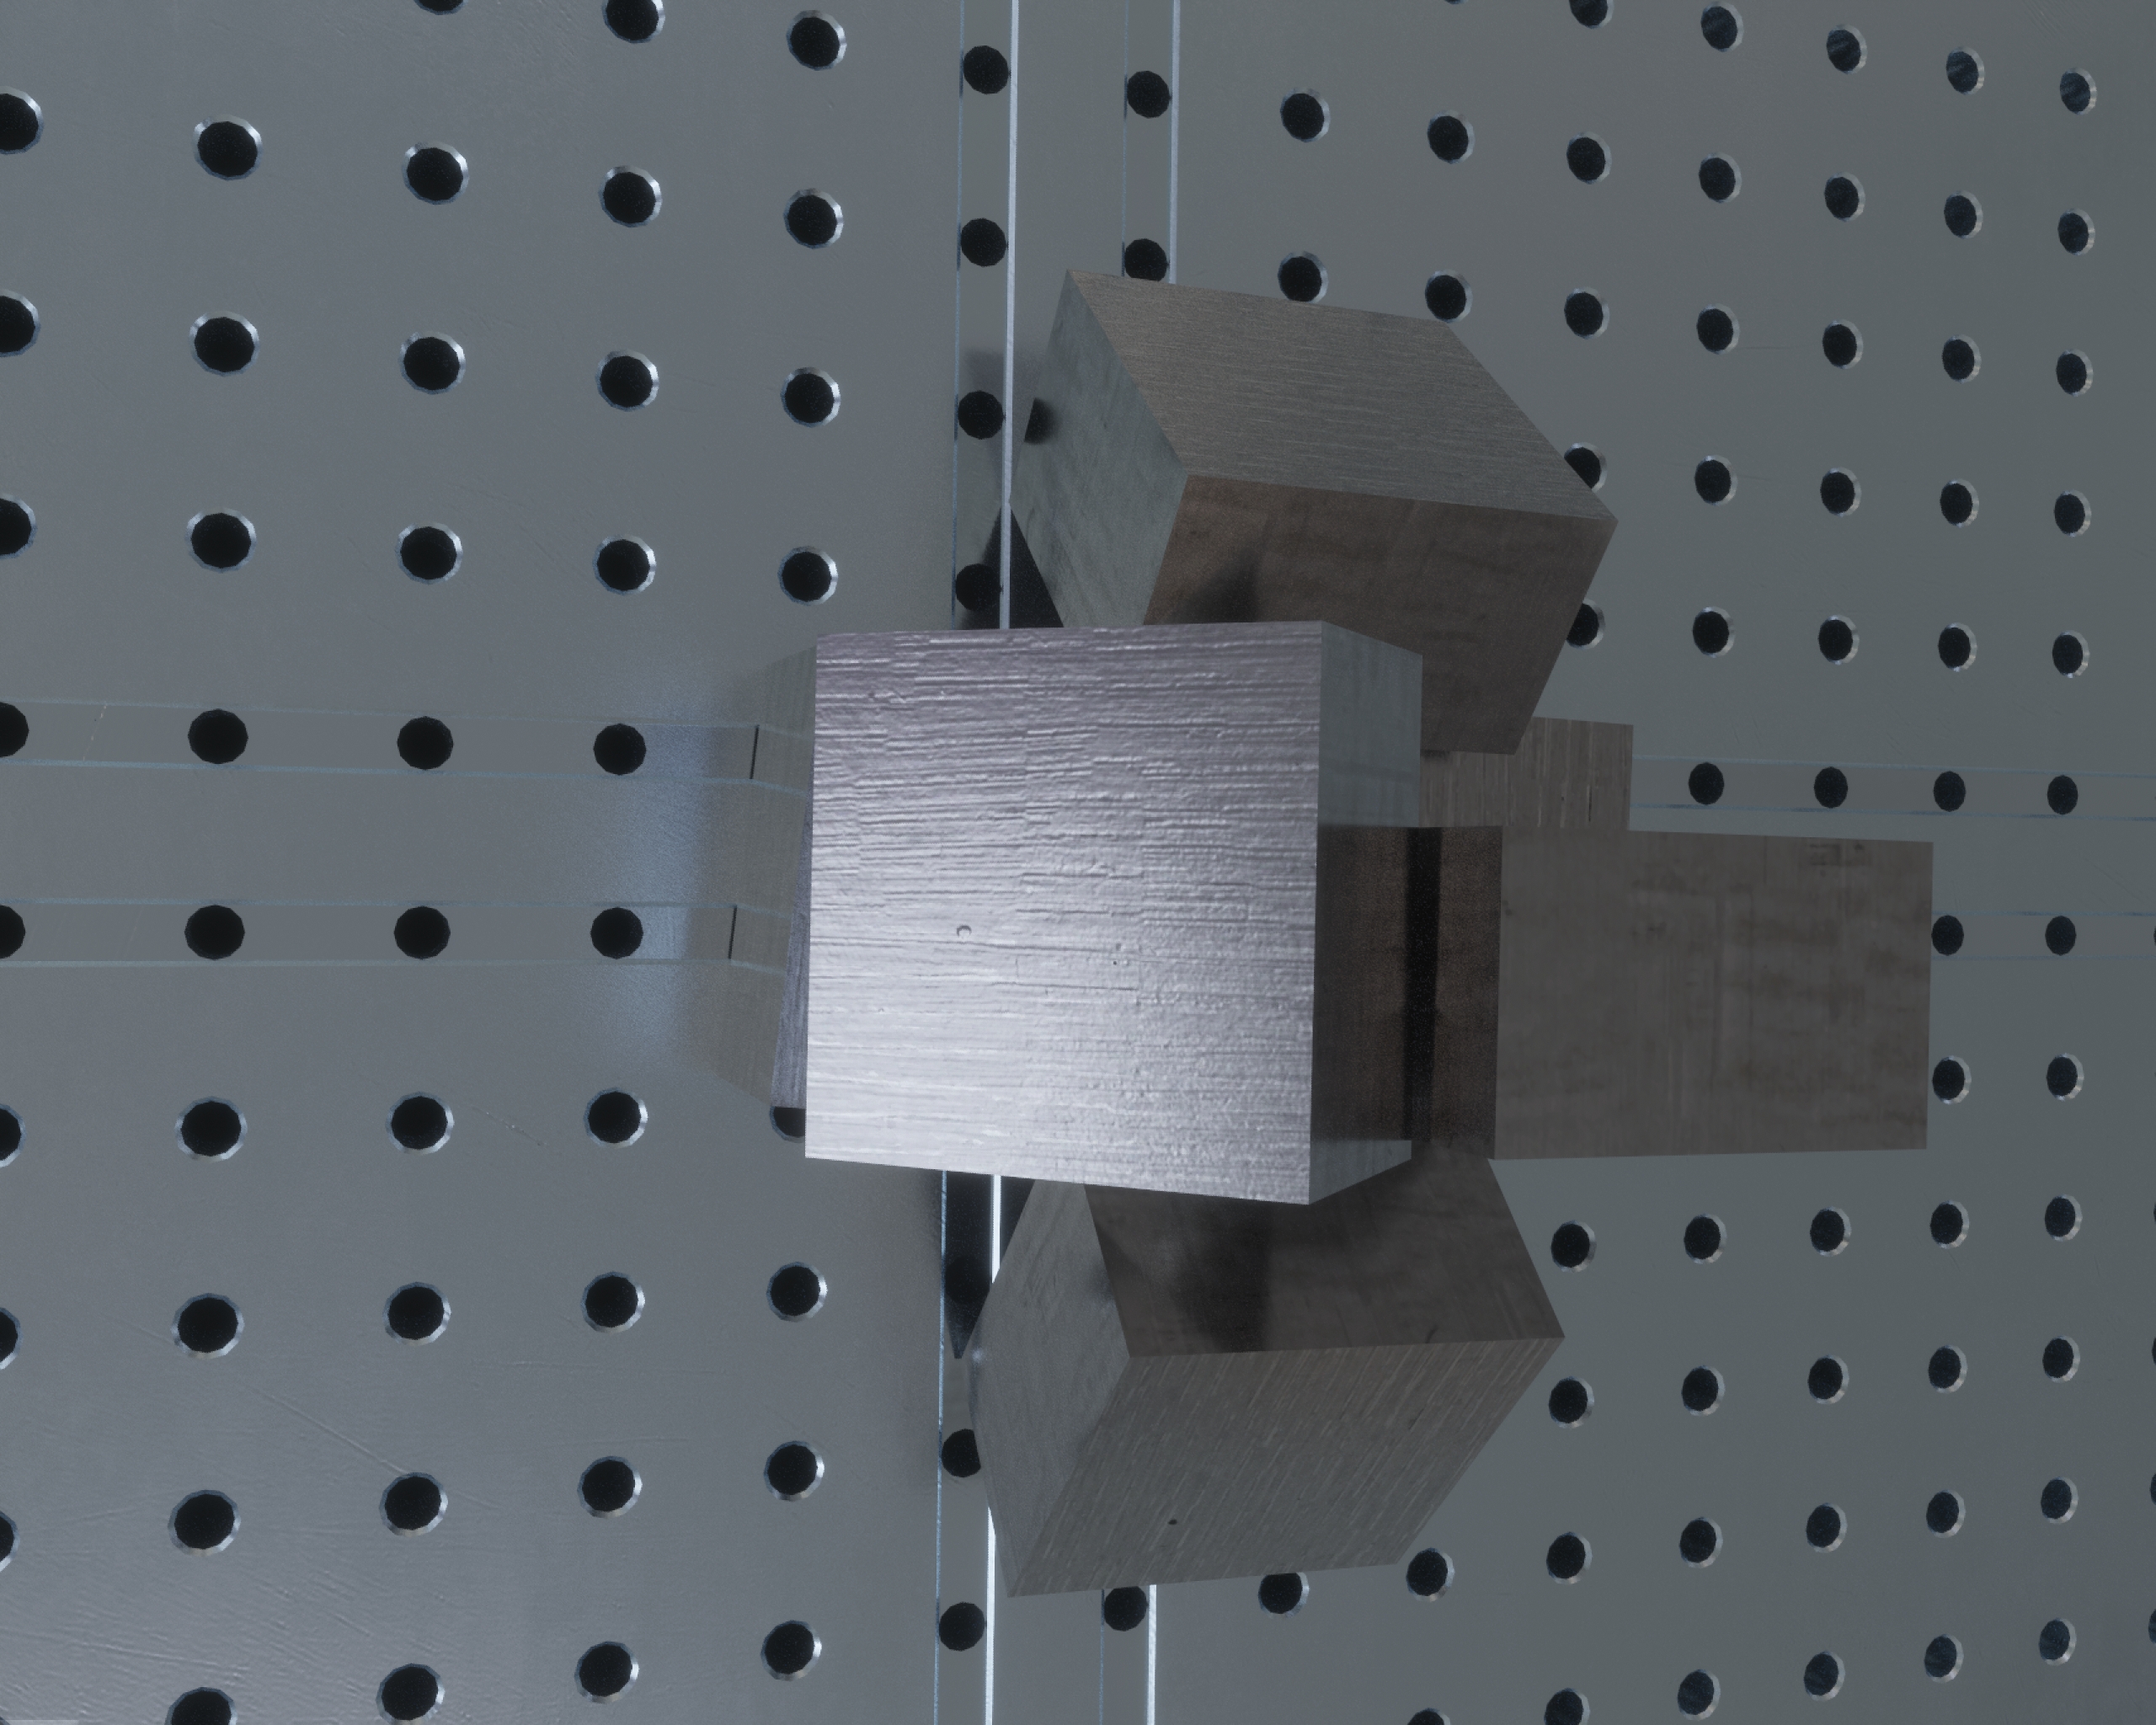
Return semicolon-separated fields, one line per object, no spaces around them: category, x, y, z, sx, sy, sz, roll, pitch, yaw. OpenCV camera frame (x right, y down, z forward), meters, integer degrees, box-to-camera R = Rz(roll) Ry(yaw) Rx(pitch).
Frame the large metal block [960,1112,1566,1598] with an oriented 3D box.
large metal block;0.030;0.091;0.388;0.081;0.050;0.079;2;134;-20

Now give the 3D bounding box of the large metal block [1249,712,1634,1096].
large metal block;0.062;0.010;0.421;0.081;0.050;0.080;3;89;-20

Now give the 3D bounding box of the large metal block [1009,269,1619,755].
large metal block;0.040;-0.066;0.390;0.081;0.080;0.050;2;128;-20

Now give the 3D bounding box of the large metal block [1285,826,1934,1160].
large metal block;0.087;0.020;0.362;0.081;0.080;0.050;2;89;-20

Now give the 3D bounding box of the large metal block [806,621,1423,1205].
large metal block;0.007;0.006;0.324;0.080;0.050;0.080;1;90;25

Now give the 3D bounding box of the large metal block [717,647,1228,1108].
large metal block;-0.019;0.006;0.393;0.081;0.050;0.080;7;88;-20
